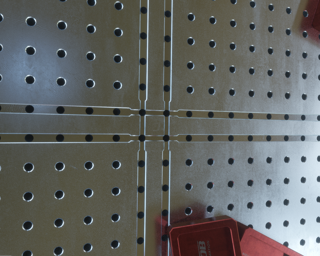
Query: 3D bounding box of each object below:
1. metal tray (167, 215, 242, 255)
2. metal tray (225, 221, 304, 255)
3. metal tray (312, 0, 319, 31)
[{"bbox_3d":[0.064,0.190,0.412,0.091,0.030,0.129,-7,83,-6],"label":"metal tray"},{"bbox_3d":[0.151,0.210,0.468,0.131,0.030,0.090,31,80,-18],"label":"metal tray"},{"bbox_3d":[0.332,-0.190,0.535,0.131,0.030,0.090,22,83,-19],"label":"metal tray"}]
